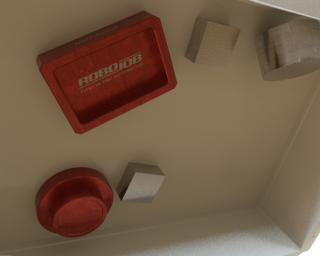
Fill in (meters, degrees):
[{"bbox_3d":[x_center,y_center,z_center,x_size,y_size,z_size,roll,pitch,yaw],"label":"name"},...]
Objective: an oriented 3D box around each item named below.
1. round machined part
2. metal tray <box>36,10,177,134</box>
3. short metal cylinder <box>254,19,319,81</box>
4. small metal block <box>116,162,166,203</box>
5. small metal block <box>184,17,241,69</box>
[{"bbox_3d":[-0.108,0.103,0.404,0.099,0.042,0.097,-14,125,-21],"label":"round machined part"},{"bbox_3d":[-0.052,-0.060,0.340,0.131,0.030,0.090,-27,128,-12],"label":"metal tray"},{"bbox_3d":[0.168,-0.097,0.399,0.081,0.080,0.050,-5,81,-26],"label":"short metal cylinder"},{"bbox_3d":[-0.028,0.079,0.444,0.050,0.025,0.050,13,112,-34],"label":"small metal block"},{"bbox_3d":[0.064,-0.104,0.381,0.050,0.025,0.050,2,118,-30],"label":"small metal block"}]
